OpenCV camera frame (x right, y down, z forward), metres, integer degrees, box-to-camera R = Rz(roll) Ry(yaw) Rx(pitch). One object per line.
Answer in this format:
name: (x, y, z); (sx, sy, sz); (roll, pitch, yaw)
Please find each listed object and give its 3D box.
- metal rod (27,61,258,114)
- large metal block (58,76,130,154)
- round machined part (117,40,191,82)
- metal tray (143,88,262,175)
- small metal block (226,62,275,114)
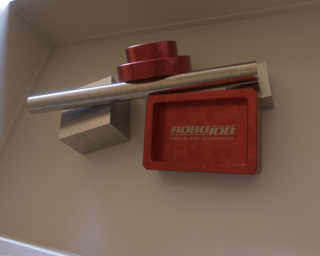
metal rod: (-0.034, -0.048, 0.392); (0.301, 0.025, 0.025); (-6, 59, 16)
large metal block: (-0.092, -0.017, 0.443); (0.080, 0.050, 0.080); (-16, 55, 18)
round machined part: (-0.009, -0.089, 0.412); (0.098, 0.098, 0.042); (-4, 100, 26)
metal tray: (0.046, 0.005, 0.354); (0.130, 0.030, 0.090); (-1, 80, 26)
small metal block: (0.108, -0.047, 0.375); (0.050, 0.025, 0.050); (-11, 57, 22)
